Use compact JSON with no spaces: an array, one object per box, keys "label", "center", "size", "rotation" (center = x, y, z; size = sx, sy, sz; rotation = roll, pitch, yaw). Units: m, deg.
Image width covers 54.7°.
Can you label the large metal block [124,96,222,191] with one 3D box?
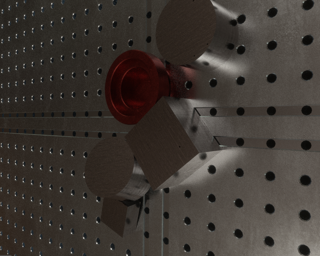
[{"label":"large metal block","center":[0.014,0.019,0.380],"size":[0.080,0.050,0.080],"rotation":[-45,64,30]}]

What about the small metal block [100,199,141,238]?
[{"label":"small metal block","center":[-0.058,0.122,0.452],"size":[0.050,0.025,0.050],"rotation":[23,110,37]}]

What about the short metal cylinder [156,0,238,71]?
[{"label":"short metal cylinder","center":[0.042,-0.109,0.357],"size":[0.080,0.050,0.079],"rotation":[0,90,39]}]

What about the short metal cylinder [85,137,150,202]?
[{"label":"short metal cylinder","center":[-0.054,0.057,0.420],"size":[0.080,0.050,0.080],"rotation":[-11,67,27]}]

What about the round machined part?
[{"label":"round machined part","center":[-0.026,-0.053,0.418],"size":[0.098,0.042,0.097],"rotation":[0,90,39]}]
